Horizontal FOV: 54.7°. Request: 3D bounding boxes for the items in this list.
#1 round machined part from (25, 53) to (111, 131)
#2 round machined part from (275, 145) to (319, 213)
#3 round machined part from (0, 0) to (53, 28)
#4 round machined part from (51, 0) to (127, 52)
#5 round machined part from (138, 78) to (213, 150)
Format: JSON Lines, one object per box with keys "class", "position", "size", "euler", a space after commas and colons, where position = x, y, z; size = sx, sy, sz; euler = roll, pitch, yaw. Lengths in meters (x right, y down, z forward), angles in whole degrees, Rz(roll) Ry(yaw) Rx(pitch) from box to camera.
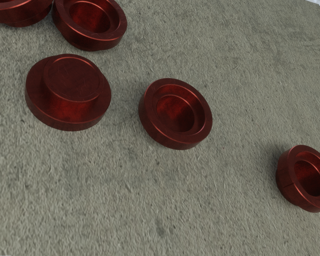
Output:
{"class": "round machined part", "position": [-0.105, -0.049, 0.366], "size": [0.099, 0.042, 0.098], "euler": [14, 56, -21]}
{"class": "round machined part", "position": [0.213, 0.078, 0.460], "size": [0.099, 0.042, 0.098], "euler": [14, 56, -21]}
{"class": "round machined part", "position": [-0.174, -0.163, 0.381], "size": [0.099, 0.042, 0.098], "euler": [-2, 62, 4]}
{"class": "round machined part", "position": [-0.098, -0.145, 0.426], "size": [0.099, 0.042, 0.098], "euler": [15, 55, -23]}
{"class": "round machined part", "position": [0.017, -0.015, 0.411], "size": [0.099, 0.042, 0.098], "euler": [14, 56, -21]}
